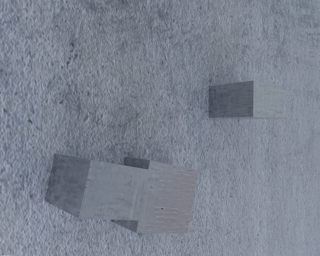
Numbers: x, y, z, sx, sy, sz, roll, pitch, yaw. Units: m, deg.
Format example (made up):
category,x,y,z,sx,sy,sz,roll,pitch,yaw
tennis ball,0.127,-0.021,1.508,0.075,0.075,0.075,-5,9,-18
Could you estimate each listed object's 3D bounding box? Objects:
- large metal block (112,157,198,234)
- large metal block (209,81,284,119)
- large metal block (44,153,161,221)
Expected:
category,x,y,z,sx,sy,sz,roll,pitch,yaw
large metal block,-0.004,0.084,0.385,0.081,0.050,0.080,17,79,-39
large metal block,0.133,-0.040,0.480,0.081,0.080,0.050,1,90,-40
large metal block,-0.059,0.060,0.319,0.081,0.080,0.050,16,80,-39
